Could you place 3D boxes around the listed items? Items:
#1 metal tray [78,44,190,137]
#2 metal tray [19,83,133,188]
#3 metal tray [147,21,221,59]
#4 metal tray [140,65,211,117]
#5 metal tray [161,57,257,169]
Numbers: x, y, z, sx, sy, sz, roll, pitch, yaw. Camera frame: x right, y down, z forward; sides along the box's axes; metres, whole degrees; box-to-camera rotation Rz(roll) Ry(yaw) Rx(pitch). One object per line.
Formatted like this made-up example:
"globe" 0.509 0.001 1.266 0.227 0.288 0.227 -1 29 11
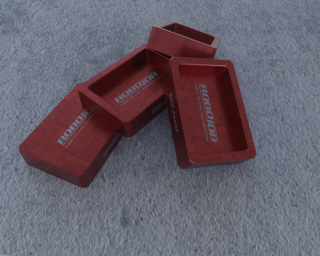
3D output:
"metal tray" -0.028 -0.055 0.408 0.090 0.030 0.131 34 57 25
"metal tray" -0.099 0.003 0.397 0.090 0.030 0.130 19 52 15
"metal tray" 0.041 -0.129 0.466 0.090 0.030 0.130 21 25 4
"metal tray" 0.033 -0.070 0.460 0.130 0.030 0.090 21 53 16
"metal tray" 0.057 -0.020 0.375 0.091 0.030 0.129 -3 72 -24
